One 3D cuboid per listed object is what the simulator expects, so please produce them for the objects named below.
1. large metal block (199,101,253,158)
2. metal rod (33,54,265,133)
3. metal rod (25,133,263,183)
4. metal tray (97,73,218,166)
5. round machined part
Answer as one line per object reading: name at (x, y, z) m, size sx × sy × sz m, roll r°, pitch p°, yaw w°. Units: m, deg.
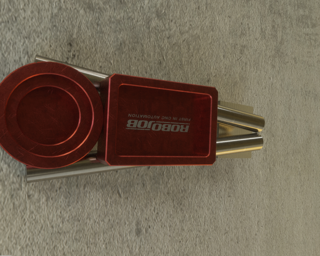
large metal block at (0.096, 0.004, 0.471) m, size 0.081 × 0.050 × 0.080 m, roll 5°, pitch 87°, yaw -40°
metal rod at (0.008, -0.033, 0.372) m, size 0.302 × 0.025 × 0.025 m, roll 12°, pitch 82°, yaw -27°
metal rod at (0.004, 0.030, 0.370) m, size 0.303 × 0.025 × 0.025 m, roll -5°, pitch 93°, yaw -28°
metal tray at (0.001, -0.005, 0.338) m, size 0.131 × 0.030 × 0.089 m, roll 3°, pitch 88°, yaw -28°
round machined part at (-0.108, -0.012, 0.298) m, size 0.099 × 0.042 × 0.097 m, roll 0°, pitch 90°, yaw -30°
